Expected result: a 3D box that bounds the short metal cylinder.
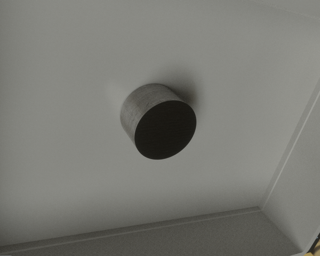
[{"bbox_3d":[-0.003,-0.008,0.383,0.081,0.050,0.080,-14,124,-21],"label":"short metal cylinder"}]
